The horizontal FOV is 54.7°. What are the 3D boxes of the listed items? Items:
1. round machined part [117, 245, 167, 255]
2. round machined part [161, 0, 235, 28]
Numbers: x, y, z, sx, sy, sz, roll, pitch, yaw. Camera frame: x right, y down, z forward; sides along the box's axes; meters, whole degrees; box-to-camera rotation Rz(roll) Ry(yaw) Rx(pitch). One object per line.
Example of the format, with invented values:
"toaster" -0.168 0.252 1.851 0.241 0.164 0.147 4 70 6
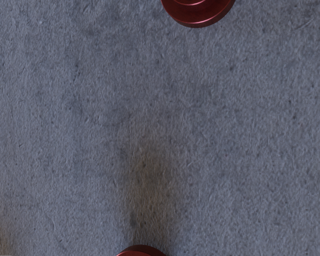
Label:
"round machined part" -0.020 0.202 0.406 0.098 0.042 0.097 0 90 19
"round machined part" 0.045 -0.179 0.384 0.098 0.042 0.097 0 90 19
